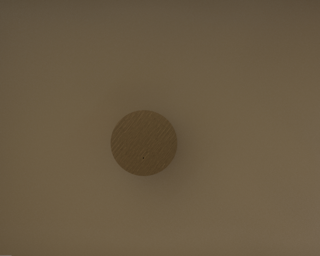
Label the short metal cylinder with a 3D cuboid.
[{"bbox_3d":[-0.019,0.018,0.399,0.081,0.050,0.079,0,90,-1],"label":"short metal cylinder"}]
